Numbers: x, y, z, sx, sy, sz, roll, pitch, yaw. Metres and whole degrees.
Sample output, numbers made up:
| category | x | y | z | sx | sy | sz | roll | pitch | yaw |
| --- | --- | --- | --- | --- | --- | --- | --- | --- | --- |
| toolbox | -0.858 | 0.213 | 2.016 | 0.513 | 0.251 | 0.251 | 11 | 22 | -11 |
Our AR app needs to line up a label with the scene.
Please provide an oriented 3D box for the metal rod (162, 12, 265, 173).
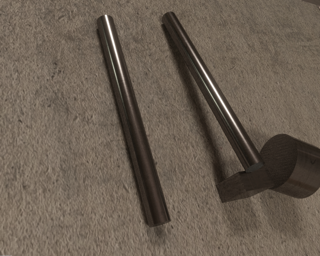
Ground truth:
| category | x | y | z | sx | sy | sz | roll | pitch | yaw |
| --- | --- | --- | --- | --- | --- | --- | --- | --- | --- |
| metal rod | 0.065 | -0.070 | 0.452 | 0.025 | 0.025 | 0.299 | -3 | 53 | -30 |

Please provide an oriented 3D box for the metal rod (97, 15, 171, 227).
| category | x | y | z | sx | sy | sz | roll | pitch | yaw |
| --- | --- | --- | --- | --- | --- | --- | --- | --- | --- |
| metal rod | -0.040 | -0.026 | 0.398 | 0.025 | 0.025 | 0.299 | -3 | 63 | -30 |

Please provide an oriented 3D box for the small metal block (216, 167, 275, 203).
| category | x | y | z | sx | sy | sz | roll | pitch | yaw |
| --- | --- | --- | --- | --- | --- | --- | --- | --- | --- |
| small metal block | 0.110 | 0.075 | 0.404 | 0.050 | 0.050 | 0.025 | -3 | 63 | -30 |

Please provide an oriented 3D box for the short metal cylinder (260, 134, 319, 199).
| category | x | y | z | sx | sy | sz | roll | pitch | yaw |
| --- | --- | --- | --- | --- | --- | --- | --- | --- | --- |
| short metal cylinder | 0.182 | 0.054 | 0.437 | 0.050 | 0.080 | 0.080 | 20 | 54 | -17 |
